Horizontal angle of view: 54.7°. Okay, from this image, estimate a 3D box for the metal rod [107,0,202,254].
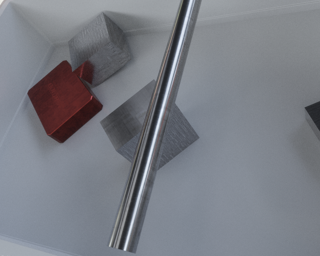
[{"bbox_3d":[0.004,-0.031,0.318,0.025,0.025,0.300,2,63,28],"label":"metal rod"}]

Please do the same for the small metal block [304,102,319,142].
[{"bbox_3d":[0.184,-0.006,0.313,0.050,0.025,0.050,-24,53,13],"label":"small metal block"}]

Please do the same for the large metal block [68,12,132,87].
[{"bbox_3d":[-0.101,-0.129,0.511,0.080,0.050,0.080,-33,51,19],"label":"large metal block"}]

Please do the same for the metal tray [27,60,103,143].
[{"bbox_3d":[-0.161,-0.047,0.513,0.090,0.030,0.130,-41,51,0],"label":"metal tray"}]

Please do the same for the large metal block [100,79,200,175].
[{"bbox_3d":[-0.010,0.003,0.373,0.080,0.080,0.050,-38,51,2],"label":"large metal block"}]
